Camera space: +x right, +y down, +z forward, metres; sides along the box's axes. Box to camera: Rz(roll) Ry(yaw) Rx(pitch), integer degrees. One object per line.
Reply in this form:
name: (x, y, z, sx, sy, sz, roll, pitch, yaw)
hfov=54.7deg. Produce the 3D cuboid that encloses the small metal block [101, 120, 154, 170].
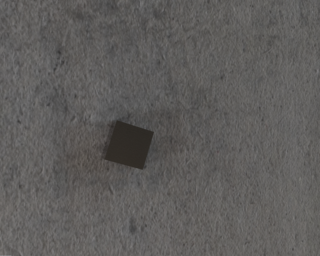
small metal block: (-0.041, 0.021, 0.395, 0.050, 0.025, 0.050, 18, 84, -20)
